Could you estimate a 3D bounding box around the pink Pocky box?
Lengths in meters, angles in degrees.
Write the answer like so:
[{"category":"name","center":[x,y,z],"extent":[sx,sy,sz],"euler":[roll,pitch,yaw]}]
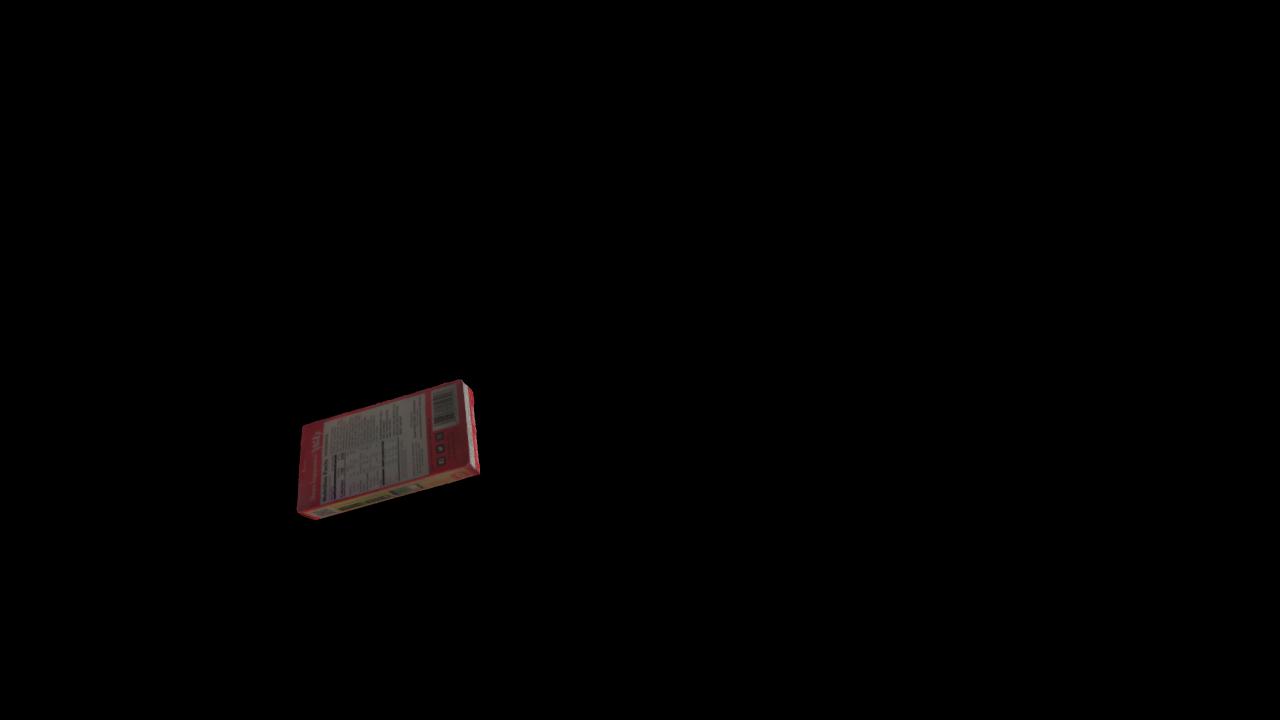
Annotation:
[{"category":"pink Pocky box","center":[-0.219,0.078,0.537],"extent":[0.155,0.084,0.029],"euler":[-16,-30,3]}]
